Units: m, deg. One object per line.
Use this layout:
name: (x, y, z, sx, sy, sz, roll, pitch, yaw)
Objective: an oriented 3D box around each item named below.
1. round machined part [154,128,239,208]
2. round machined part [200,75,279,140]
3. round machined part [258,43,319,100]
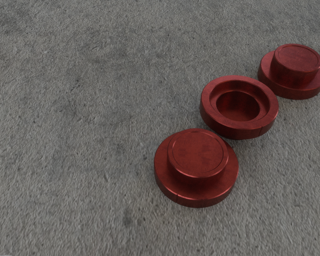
round machined part: (0.042, 0.039, 0.360, 0.099, 0.042, 0.098, 0, 50, 0)
round machined part: (0.102, -0.022, 0.412, 0.099, 0.042, 0.098, 0, 50, 0)
round machined part: (0.203, -0.092, 0.470, 0.099, 0.042, 0.098, 0, 50, 0)
